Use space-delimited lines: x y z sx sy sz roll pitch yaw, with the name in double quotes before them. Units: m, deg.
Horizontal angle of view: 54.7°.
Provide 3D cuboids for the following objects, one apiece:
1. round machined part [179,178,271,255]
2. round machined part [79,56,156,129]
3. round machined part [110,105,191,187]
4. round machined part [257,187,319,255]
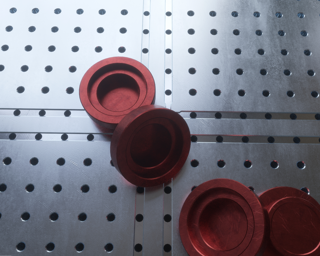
"round machined part" 0.074 0.109 0.348 0.098 0.042 0.098 -15 61 28
"round machined part" -0.055 -0.044 0.418 0.099 0.042 0.098 0 70 -1
"round machined part" -0.014 0.019 0.377 0.098 0.098 0.042 -41 31 -14
"round machined part" 0.152 0.117 0.362 0.099 0.042 0.098 0 70 -1
